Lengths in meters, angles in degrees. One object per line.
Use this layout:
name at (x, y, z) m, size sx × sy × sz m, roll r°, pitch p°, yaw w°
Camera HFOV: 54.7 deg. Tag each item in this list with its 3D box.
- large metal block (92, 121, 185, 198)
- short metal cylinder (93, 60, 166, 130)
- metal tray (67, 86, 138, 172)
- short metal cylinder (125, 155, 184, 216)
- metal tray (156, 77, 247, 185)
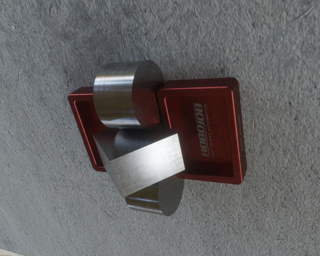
large metal block at (-0.028, 0.029, 0.378) m, size 0.080 × 0.081 × 0.050 m, roll 39°, pitch 146°, yaw 58°
short metal cylinder at (-0.033, -0.038, 0.366) m, size 0.050 × 0.080 × 0.080 m, roll 2°, pitch 119°, yaw 27°
metal tray at (-0.070, 0.005, 0.446) m, size 0.090 × 0.030 × 0.129 m, roll 1°, pitch 119°, yaw 27°
short metal cylinder at (-0.006, 0.076, 0.423) m, size 0.050 × 0.080 × 0.080 m, roll 2°, pitch 119°, yaw 27°
metal tray at (0.054, 0.005, 0.381) m, size 0.090 × 0.030 × 0.129 m, roll 1°, pitch 119°, yaw 27°
